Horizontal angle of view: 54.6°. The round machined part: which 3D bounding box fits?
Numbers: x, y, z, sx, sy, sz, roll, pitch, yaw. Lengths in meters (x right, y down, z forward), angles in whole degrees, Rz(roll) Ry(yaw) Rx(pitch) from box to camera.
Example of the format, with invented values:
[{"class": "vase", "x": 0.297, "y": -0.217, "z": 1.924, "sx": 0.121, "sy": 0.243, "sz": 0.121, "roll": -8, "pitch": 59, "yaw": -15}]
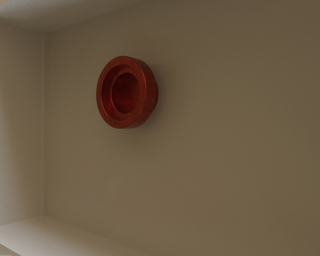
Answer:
[{"class": "round machined part", "x": -0.041, "y": -0.048, "z": 0.431, "sx": 0.098, "sy": 0.042, "sz": 0.097, "roll": 0, "pitch": 90, "yaw": 40}]
